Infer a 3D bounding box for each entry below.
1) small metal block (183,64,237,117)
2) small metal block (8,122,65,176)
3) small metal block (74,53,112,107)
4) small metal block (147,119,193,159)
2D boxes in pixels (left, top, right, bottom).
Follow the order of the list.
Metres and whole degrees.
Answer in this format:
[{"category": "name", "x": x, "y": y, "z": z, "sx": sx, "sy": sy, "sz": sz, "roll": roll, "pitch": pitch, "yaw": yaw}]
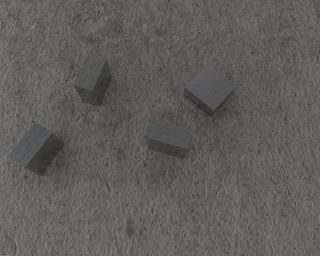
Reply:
[{"category": "small metal block", "x": 0.069, "y": -0.052, "z": 0.427, "sx": 0.050, "sy": 0.025, "sz": 0.050, "roll": 40, "pitch": 75, "yaw": 13}, {"category": "small metal block", "x": -0.151, "y": 0.027, "z": 0.384, "sx": 0.025, "sy": 0.050, "sz": 0.050, "roll": 30, "pitch": 73, "yaw": 10}, {"category": "small metal block", "x": -0.088, "y": -0.064, "z": 0.417, "sx": 0.025, "sy": 0.050, "sz": 0.050, "roll": 16, "pitch": 71, "yaw": 6}, {"category": "small metal block", "x": 0.012, "y": 0.015, "z": 0.389, "sx": 0.050, "sy": 0.050, "sz": 0.025, "roll": 16, "pitch": 71, "yaw": 5}]
